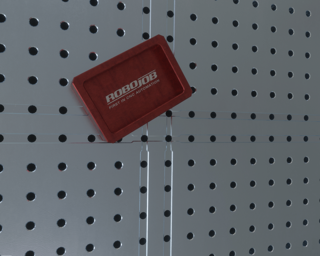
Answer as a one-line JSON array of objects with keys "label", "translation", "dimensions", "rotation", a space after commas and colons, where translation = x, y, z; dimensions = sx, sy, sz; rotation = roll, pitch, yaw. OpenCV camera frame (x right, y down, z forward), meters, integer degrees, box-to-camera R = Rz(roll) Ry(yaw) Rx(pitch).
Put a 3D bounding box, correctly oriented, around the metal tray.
[{"label": "metal tray", "translation": [-0.034, -0.050, 0.397], "dimensions": [0.131, 0.030, 0.090], "rotation": [-32, 101, -17]}]
